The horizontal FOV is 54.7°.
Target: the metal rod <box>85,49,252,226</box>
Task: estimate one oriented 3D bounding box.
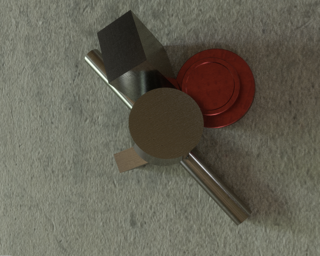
[{"bbox_3d":[0.002,0.003,0.409,0.025,0.025,0.300,-47,76,14],"label":"metal rod"}]

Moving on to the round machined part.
[{"bbox_3d":[0.064,-0.048,0.377,0.098,0.042,0.097,0,90,19],"label":"round machined part"}]

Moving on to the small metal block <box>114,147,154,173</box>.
[{"bbox_3d":[-0.024,0.036,0.405,0.050,0.050,0.025,-22,82,18],"label":"small metal block"}]

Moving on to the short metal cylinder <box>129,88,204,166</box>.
[{"bbox_3d":[0.005,0.000,0.355,0.081,0.050,0.080,1,74,-4],"label":"short metal cylinder"}]

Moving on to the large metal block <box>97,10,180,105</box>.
[{"bbox_3d":[-0.025,-0.079,0.378,0.050,0.080,0.080,-28,59,19],"label":"large metal block"}]
